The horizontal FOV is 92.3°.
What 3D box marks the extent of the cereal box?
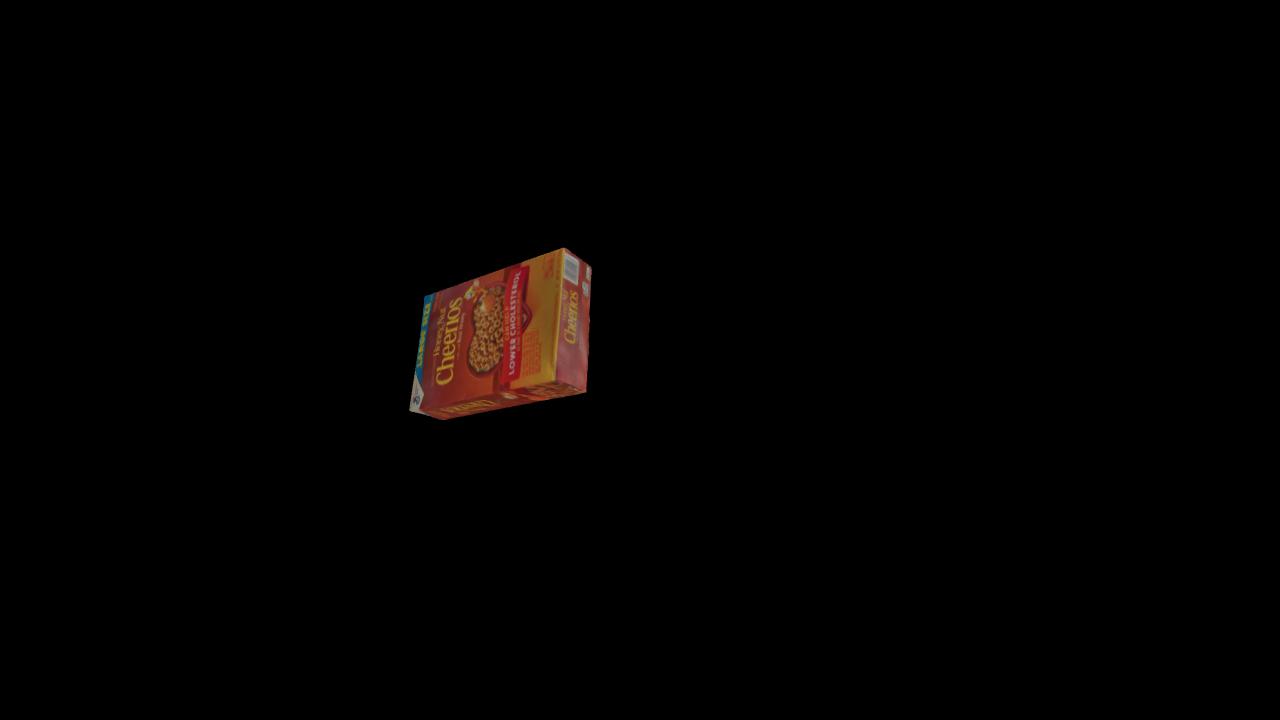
[{"bbox_3d":[-0.216,-0.030,0.934,0.306,0.203,0.081,-11,-23,31],"label":"cereal box"}]
